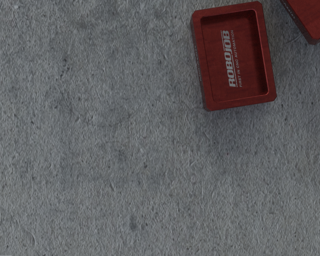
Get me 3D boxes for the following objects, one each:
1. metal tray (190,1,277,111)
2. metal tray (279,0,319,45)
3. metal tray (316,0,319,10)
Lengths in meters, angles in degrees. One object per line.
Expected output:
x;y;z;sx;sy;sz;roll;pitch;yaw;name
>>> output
0.095;-0.092;0.407;0.091;0.030;0.129;-9;90;0;metal tray
0.198;-0.183;0.387;0.090;0.030;0.130;-32;81;16;metal tray
0.280;-0.182;0.409;0.131;0.030;0.090;-19;90;0;metal tray
